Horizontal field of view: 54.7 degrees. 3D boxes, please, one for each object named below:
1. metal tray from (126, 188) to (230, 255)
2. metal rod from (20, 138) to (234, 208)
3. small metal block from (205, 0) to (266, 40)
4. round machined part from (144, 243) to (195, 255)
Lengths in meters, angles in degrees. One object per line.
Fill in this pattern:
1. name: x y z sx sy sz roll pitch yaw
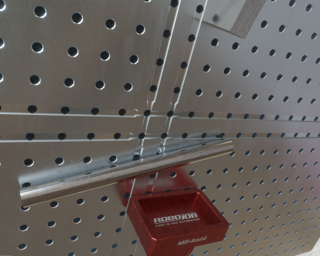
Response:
1. metal tray: 0.026 0.136 0.467 0.131 0.090 0.030 0 118 -29
2. metal rod: -0.029 0.056 0.429 0.303 0.025 0.025 -12 124 -22
3. small metal block: 0.087 -0.137 0.358 0.025 0.050 0.050 15 111 -35
4. round machined part: 0.022 0.195 0.533 0.099 0.042 0.097 -14 124 -21
